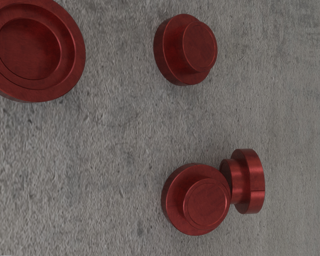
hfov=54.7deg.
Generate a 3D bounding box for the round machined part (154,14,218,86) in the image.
[{"bbox_3d":[0.042,-0.109,0.428,0.099,0.042,0.097,0,90,-40],"label":"round machined part"}]

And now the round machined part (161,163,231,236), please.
[{"bbox_3d":[0.055,0.098,0.420,0.099,0.042,0.097,-1,92,-20],"label":"round machined part"}]

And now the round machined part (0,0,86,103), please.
[{"bbox_3d":[-0.124,-0.072,0.289,0.099,0.042,0.097,0,90,-40],"label":"round machined part"}]

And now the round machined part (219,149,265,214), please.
[{"bbox_3d":[0.119,0.080,0.469,0.042,0.098,0.097,-1,91,-5],"label":"round machined part"}]
